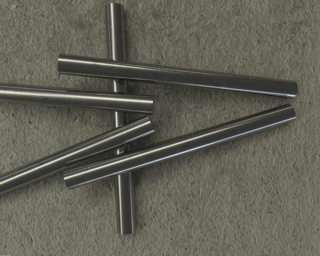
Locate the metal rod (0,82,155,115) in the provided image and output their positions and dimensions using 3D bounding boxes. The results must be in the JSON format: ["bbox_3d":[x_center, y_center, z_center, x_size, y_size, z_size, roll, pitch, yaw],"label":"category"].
[{"bbox_3d":[-0.157,-0.042,0.395,0.302,0.025,0.025,5,90,5],"label":"metal rod"}]

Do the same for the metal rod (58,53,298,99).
[{"bbox_3d":[0.028,-0.065,0.395,0.302,0.025,0.025,5,90,-7],"label":"metal rod"}]

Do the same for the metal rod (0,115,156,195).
[{"bbox_3d":[-0.149,0.050,0.395,0.301,0.025,0.025,-22,90,5],"label":"metal rod"}]

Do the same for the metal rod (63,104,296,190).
[{"bbox_3d":[0.030,0.022,0.396,0.302,0.025,0.025,-16,90,-7],"label":"metal rod"}]

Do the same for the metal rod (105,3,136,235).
[{"bbox_3d":[-0.052,-0.012,0.410,0.025,0.025,0.298,-3,90,-1],"label":"metal rod"}]
